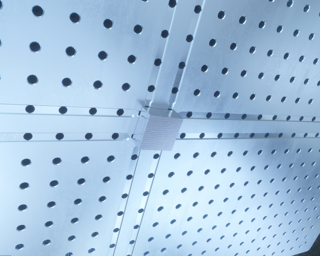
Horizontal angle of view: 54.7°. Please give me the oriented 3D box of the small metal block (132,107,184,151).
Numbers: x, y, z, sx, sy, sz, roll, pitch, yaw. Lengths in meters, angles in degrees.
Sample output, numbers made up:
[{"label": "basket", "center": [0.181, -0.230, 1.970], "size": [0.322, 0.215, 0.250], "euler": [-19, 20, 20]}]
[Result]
[{"label": "small metal block", "center": [-0.003, 0.002, 0.412], "size": [0.050, 0.025, 0.050], "euler": [5, 116, -31]}]
